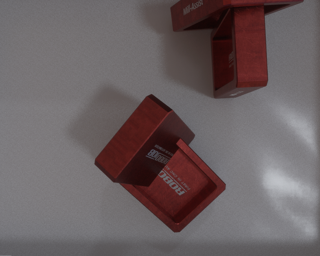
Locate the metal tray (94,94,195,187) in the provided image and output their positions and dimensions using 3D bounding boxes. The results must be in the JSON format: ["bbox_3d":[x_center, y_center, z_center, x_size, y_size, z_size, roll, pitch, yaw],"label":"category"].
[{"bbox_3d":[-0.009,0.022,0.358,0.030,0.130,0.090,39,90,21],"label":"metal tray"}]

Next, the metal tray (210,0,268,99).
[{"bbox_3d":[0.086,-0.085,0.359,0.030,0.130,0.089,-3,90,0],"label":"metal tray"}]

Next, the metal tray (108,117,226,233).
[{"bbox_3d":[0.008,0.058,0.390,0.090,0.030,0.130,-44,107,1],"label":"metal tray"}]

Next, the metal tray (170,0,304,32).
[{"bbox_3d":[0.077,-0.136,0.343,0.091,0.130,0.030,-10,99,-18],"label":"metal tray"}]
